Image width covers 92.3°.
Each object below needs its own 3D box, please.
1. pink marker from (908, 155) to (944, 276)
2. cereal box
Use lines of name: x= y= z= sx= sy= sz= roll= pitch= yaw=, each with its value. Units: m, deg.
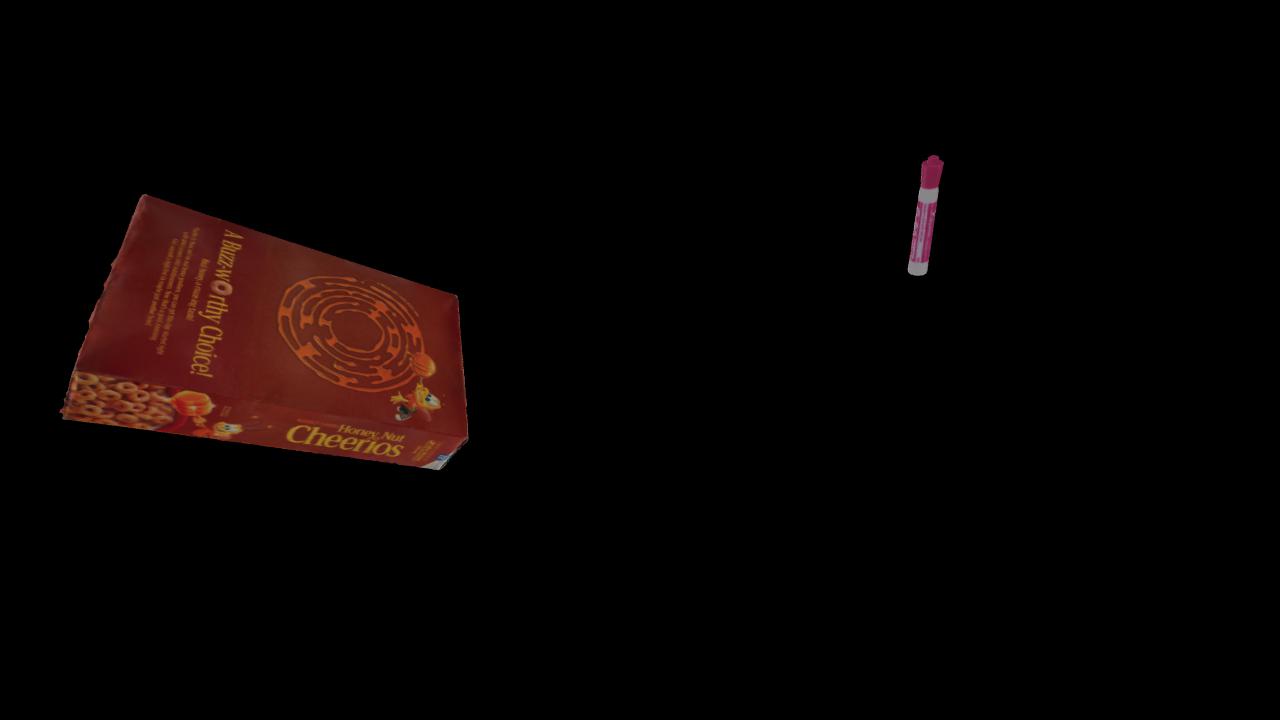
pink marker: x=0.279 y=-0.140 z=0.602 sx=0.020 sy=0.121 sz=0.020 roll=-7 pitch=36 yaw=5
cereal box: x=-0.323 y=-0.014 z=0.592 sx=0.306 sy=0.203 sz=0.081 roll=18 pitch=-48 yaw=-39
